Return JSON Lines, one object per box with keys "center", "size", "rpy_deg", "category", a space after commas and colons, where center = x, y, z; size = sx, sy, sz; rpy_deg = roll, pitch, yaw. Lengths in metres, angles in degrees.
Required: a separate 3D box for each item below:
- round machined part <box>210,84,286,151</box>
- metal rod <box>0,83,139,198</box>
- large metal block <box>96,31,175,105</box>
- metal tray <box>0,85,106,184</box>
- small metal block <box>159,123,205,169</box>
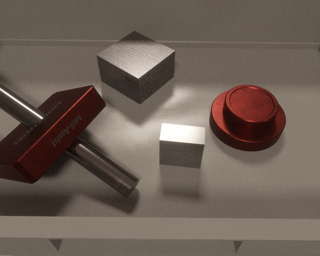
{"center": [0.118, -0.020, 0.413], "size": [0.099, 0.042, 0.098], "rpy_deg": [0, 50, 0], "category": "round machined part"}
{"center": [-0.155, -0.012, 0.375], "size": [0.301, 0.025, 0.025], "rpy_deg": [33, 56, 10], "category": "metal rod"}
{"center": [-0.035, -0.093, 0.466], "size": [0.080, 0.050, 0.080], "rpy_deg": [32, 57, 24], "category": "large metal block"}
{"center": [-0.135, 0.004, 0.369], "size": [0.090, 0.030, 0.130], "rpy_deg": [-2, 41, 41], "category": "metal tray"}
{"center": [0.026, 0.022, 0.371], "size": [0.050, 0.050, 0.025], "rpy_deg": [6, 50, 4], "category": "small metal block"}
